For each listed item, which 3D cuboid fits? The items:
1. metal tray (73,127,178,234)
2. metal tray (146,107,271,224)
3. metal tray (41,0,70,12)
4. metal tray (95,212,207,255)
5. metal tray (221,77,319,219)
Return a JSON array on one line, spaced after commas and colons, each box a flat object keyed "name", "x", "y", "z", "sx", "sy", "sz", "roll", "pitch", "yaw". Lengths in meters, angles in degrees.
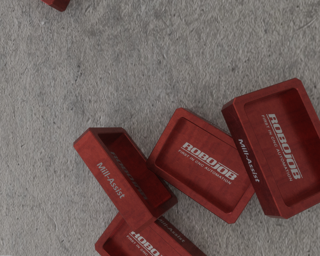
[{"name": "metal tray", "x": -0.039, "y": 0.058, "z": 0.388, "sx": 0.030, "sy": 0.090, "sz": 0.130, "roll": -42, "pitch": 77, "yaw": 15}, {"name": "metal tray", "x": 0.058, "y": 0.043, "z": 0.385, "sx": 0.130, "sy": 0.030, "sz": 0.090, "roll": 32, "pitch": 100, "yaw": 17}, {"name": "metal tray", "x": -0.181, "y": -0.248, "z": 0.470, "sx": 0.130, "sy": 0.030, "sz": 0.090, "roll": 35, "pitch": 101, "yaw": 16}, {"name": "metal tray", "x": -0.013, "y": 0.166, "z": 0.410, "sx": 0.130, "sy": 0.030, "sz": 0.090, "roll": 39, "pitch": 102, "yaw": 15}, {"name": "metal tray", "x": 0.133, "y": 0.019, "z": 0.334, "sx": 0.091, "sy": 0.030, "sz": 0.129, "roll": -19, "pitch": 82, "yaw": -17}]
